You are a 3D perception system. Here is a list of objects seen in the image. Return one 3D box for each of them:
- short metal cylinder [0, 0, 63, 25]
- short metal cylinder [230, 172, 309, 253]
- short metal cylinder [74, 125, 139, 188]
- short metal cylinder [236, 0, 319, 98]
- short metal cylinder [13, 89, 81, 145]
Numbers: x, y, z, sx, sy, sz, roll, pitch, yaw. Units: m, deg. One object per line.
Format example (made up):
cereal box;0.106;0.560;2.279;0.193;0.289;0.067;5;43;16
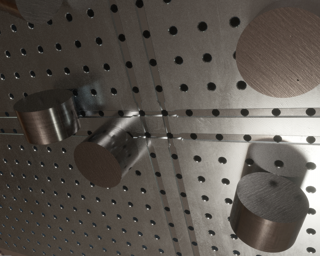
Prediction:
short metal cylinder;-0.154;-0.166;0.352;0.050;0.080;0.079;25;127;13
short metal cylinder;0.128;0.098;0.369;0.080;0.080;0.050;16;125;19
short metal cylinder;-0.079;0.042;0.461;0.080;0.050;0.079;13;124;20
short metal cylinder;0.116;-0.074;0.287;0.080;0.050;0.079;13;124;20
short metal cylinder;-0.161;-0.018;0.447;0.080;0.080;0.050;6;121;24
